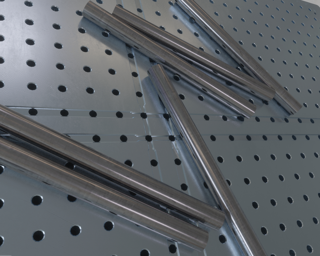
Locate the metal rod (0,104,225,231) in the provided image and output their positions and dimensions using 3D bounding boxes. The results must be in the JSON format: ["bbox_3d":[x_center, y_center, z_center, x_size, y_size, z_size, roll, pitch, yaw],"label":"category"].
[{"bbox_3d":[-0.059,0.045,0.348,0.301,0.025,0.025,28,52,-11],"label":"metal rod"}]

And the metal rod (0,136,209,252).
[{"bbox_3d":[-0.083,0.062,0.325,0.301,0.025,0.025,27,52,-11],"label":"metal rod"}]

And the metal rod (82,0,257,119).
[{"bbox_3d":[0.020,-0.101,0.479,0.301,0.025,0.025,30,52,-9],"label":"metal rod"}]

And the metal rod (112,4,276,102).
[{"bbox_3d":[0.062,-0.118,0.512,0.301,0.025,0.025,24,53,-13],"label":"metal rod"}]

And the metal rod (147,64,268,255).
[{"bbox_3d":[0.058,0.042,0.413,0.025,0.025,0.299,-16,70,-34],"label":"metal rod"}]

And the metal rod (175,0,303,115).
[{"bbox_3d":[0.141,-0.138,0.567,0.300,0.025,0.025,45,51,3],"label":"metal rod"}]
